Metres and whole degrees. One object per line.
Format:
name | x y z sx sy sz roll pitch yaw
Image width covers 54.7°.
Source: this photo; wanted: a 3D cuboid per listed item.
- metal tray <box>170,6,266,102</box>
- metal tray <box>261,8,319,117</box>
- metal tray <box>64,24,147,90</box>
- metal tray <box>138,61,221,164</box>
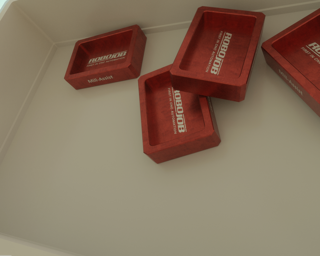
metal tray | 0.076 -0.099 0.395 0.090 0.030 0.130 13 60 17
metal tray | 0.184 -0.075 0.339 0.090 0.030 0.130 -31 44 9
metal tray | -0.092 -0.118 0.523 0.130 0.030 0.090 -7 59 24
metal tray | 0.021 -0.027 0.407 0.090 0.030 0.130 -18 54 17
